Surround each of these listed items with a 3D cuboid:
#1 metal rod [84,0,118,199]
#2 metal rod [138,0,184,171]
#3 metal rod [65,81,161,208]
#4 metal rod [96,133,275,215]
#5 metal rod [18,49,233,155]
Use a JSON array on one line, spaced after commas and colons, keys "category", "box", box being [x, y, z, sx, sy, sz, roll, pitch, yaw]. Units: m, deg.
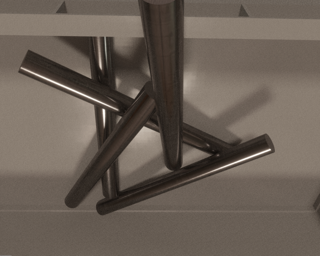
[{"category": "metal rod", "box": [-0.070, -0.011, 0.398, 0.025, 0.025, 0.298, 2, 130, -3]}, {"category": "metal rod", "box": [0.010, -0.013, 0.298, 0.025, 0.025, 0.299, -3, 156, 2]}, {"category": "metal rod", "box": [-0.074, 0.042, 0.405, 0.025, 0.025, 0.298, 22, 138, -18]}, {"category": "metal rod", "box": [0.017, 0.077, 0.449, 0.300, 0.025, 0.025, -27, 126, 30]}, {"category": "metal rod", "box": [-0.012, -0.012, 0.374, 0.302, 0.025, 0.025, 24, 126, -28]}]
